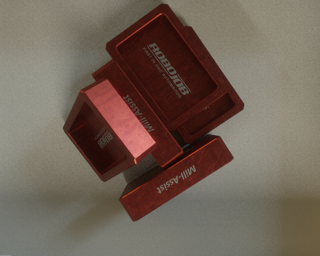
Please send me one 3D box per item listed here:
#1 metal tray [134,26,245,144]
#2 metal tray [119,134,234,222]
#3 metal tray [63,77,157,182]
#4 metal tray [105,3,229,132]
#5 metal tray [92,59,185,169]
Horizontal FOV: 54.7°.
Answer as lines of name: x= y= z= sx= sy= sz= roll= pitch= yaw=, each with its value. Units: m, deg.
metal tray: x=0.037 y=-0.055 z=0.409 sx=0.090 sy=0.030 sz=0.130 roll=-34 pitch=89 yaw=1
metal tray: x=0.018 y=0.055 z=0.378 sx=0.130 sy=0.090 sz=0.030 roll=-32 pitch=90 yaw=0
metal tray: x=-0.065 y=0.010 z=0.358 sx=0.030 sy=0.129 sz=0.090 roll=-37 pitch=91 yaw=-31
metal tray: x=0.008 y=-0.071 z=0.377 sx=0.090 sy=0.030 sz=0.130 roll=-36 pitch=90 yaw=0
metal tray: x=-0.024 y=-0.015 z=0.376 sx=0.030 sy=0.090 sz=0.130 roll=-37 pitch=90 yaw=0
